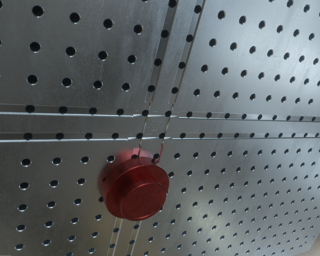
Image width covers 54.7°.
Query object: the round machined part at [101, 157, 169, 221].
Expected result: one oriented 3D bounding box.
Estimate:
[{"bbox_3d":[-0.030,0.094,0.443,0.099,0.042,0.097,-14,124,-21],"label":"round machined part"}]
